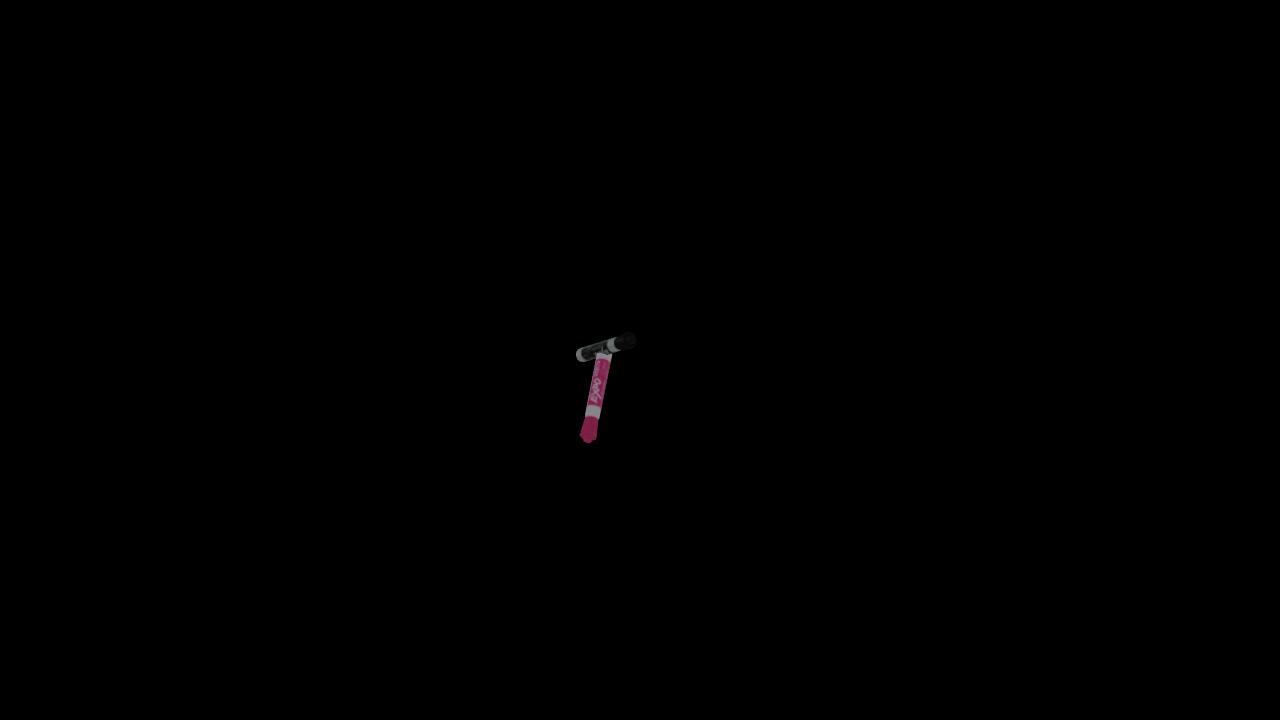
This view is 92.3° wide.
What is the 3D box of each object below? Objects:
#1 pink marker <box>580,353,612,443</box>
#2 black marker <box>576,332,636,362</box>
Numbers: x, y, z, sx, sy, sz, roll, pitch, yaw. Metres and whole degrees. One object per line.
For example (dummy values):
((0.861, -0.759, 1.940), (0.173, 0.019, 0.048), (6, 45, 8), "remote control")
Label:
((-0.050, 0.040, 0.709), (0.020, 0.121, 0.020), (6, -34, 4), "pink marker")
((-0.041, -0.015, 0.735), (0.020, 0.020, 0.121), (0, -8, -33), "black marker")
